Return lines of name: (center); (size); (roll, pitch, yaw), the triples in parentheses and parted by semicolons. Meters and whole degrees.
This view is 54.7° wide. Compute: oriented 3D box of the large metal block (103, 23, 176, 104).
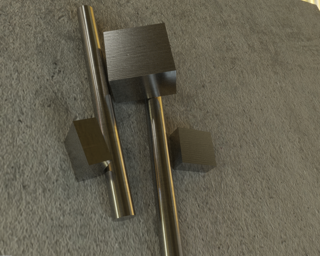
large metal block: (-0.026, -0.085, 0.406); (0.081, 0.050, 0.080); (-10, 62, -2)

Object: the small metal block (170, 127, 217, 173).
small metal block: (0.043, 0.030, 0.411); (0.050, 0.025, 0.050); (9, 58, -24)

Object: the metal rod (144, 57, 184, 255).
metal rod: (-0.001, 0.030, 0.386); (0.025, 0.025, 0.299); (7, 59, -25)

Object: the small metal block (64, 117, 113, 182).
small metal block: (-0.079, 0.024, 0.332); (0.025, 0.050, 0.050); (-12, 68, -34)

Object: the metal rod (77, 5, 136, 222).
metal rod: (-0.073, -0.036, 0.387); (0.025, 0.025, 0.299); (-1, 62, -29)
